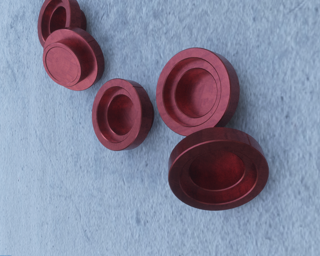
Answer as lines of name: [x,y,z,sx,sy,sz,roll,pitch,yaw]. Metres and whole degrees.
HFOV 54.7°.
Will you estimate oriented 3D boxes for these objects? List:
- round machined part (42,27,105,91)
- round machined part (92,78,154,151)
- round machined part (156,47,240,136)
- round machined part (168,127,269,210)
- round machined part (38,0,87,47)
round machined part: [-0.139,-0.102,0.477,0.098,0.042,0.097,10,121,18]
round machined part: [-0.047,-0.018,0.430,0.098,0.042,0.097,0,90,39]
round machined part: [0.046,-0.039,0.355,0.098,0.042,0.097,0,90,39]
round machined part: [0.058,0.038,0.322,0.098,0.098,0.042,-48,22,29]
round machined part: [-0.162,-0.174,0.525,0.098,0.042,0.097,0,90,39]
